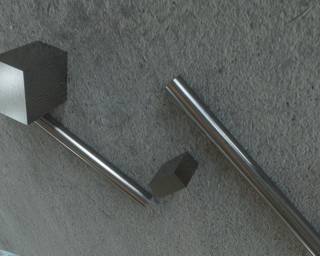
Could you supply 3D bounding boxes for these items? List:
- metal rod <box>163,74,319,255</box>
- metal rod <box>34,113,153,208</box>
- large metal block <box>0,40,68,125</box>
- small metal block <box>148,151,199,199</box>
[{"bbox_3d":[0.114,0.056,0.380,0.300,0.025,0.025,48,129,-6],"label":"metal rod"},{"bbox_3d":[-0.138,0.025,0.492,0.300,0.025,0.025,37,129,2],"label":"metal rod"},{"bbox_3d":[-0.173,-0.063,0.421,0.050,0.080,0.079,23,127,14],"label":"large metal block"},{"bbox_3d":[0.019,0.063,0.419,0.050,0.050,0.025,-33,100,38],"label":"small metal block"}]
